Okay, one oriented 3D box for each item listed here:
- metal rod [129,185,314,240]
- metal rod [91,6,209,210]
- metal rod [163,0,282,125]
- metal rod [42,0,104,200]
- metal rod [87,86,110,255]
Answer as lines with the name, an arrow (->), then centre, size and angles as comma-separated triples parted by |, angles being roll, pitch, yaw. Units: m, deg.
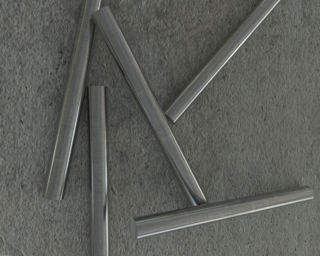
metal rod -> 0.102, 0.110, 0.424 | 0.303, 0.025, 0.025 | -2, 91, -28
metal rod -> -0.003, -0.007, 0.395 | 0.025, 0.025, 0.299 | -32, 105, -17
metal rod -> 0.106, -0.122, 0.447 | 0.025, 0.025, 0.300 | 45, 76, -15
metal rod -> -0.098, -0.065, 0.372 | 0.025, 0.025, 0.298 | 12, 86, -20
metal rod -> -0.075, 0.099, 0.381 | 0.025, 0.025, 0.298 | -1, 90, -20
